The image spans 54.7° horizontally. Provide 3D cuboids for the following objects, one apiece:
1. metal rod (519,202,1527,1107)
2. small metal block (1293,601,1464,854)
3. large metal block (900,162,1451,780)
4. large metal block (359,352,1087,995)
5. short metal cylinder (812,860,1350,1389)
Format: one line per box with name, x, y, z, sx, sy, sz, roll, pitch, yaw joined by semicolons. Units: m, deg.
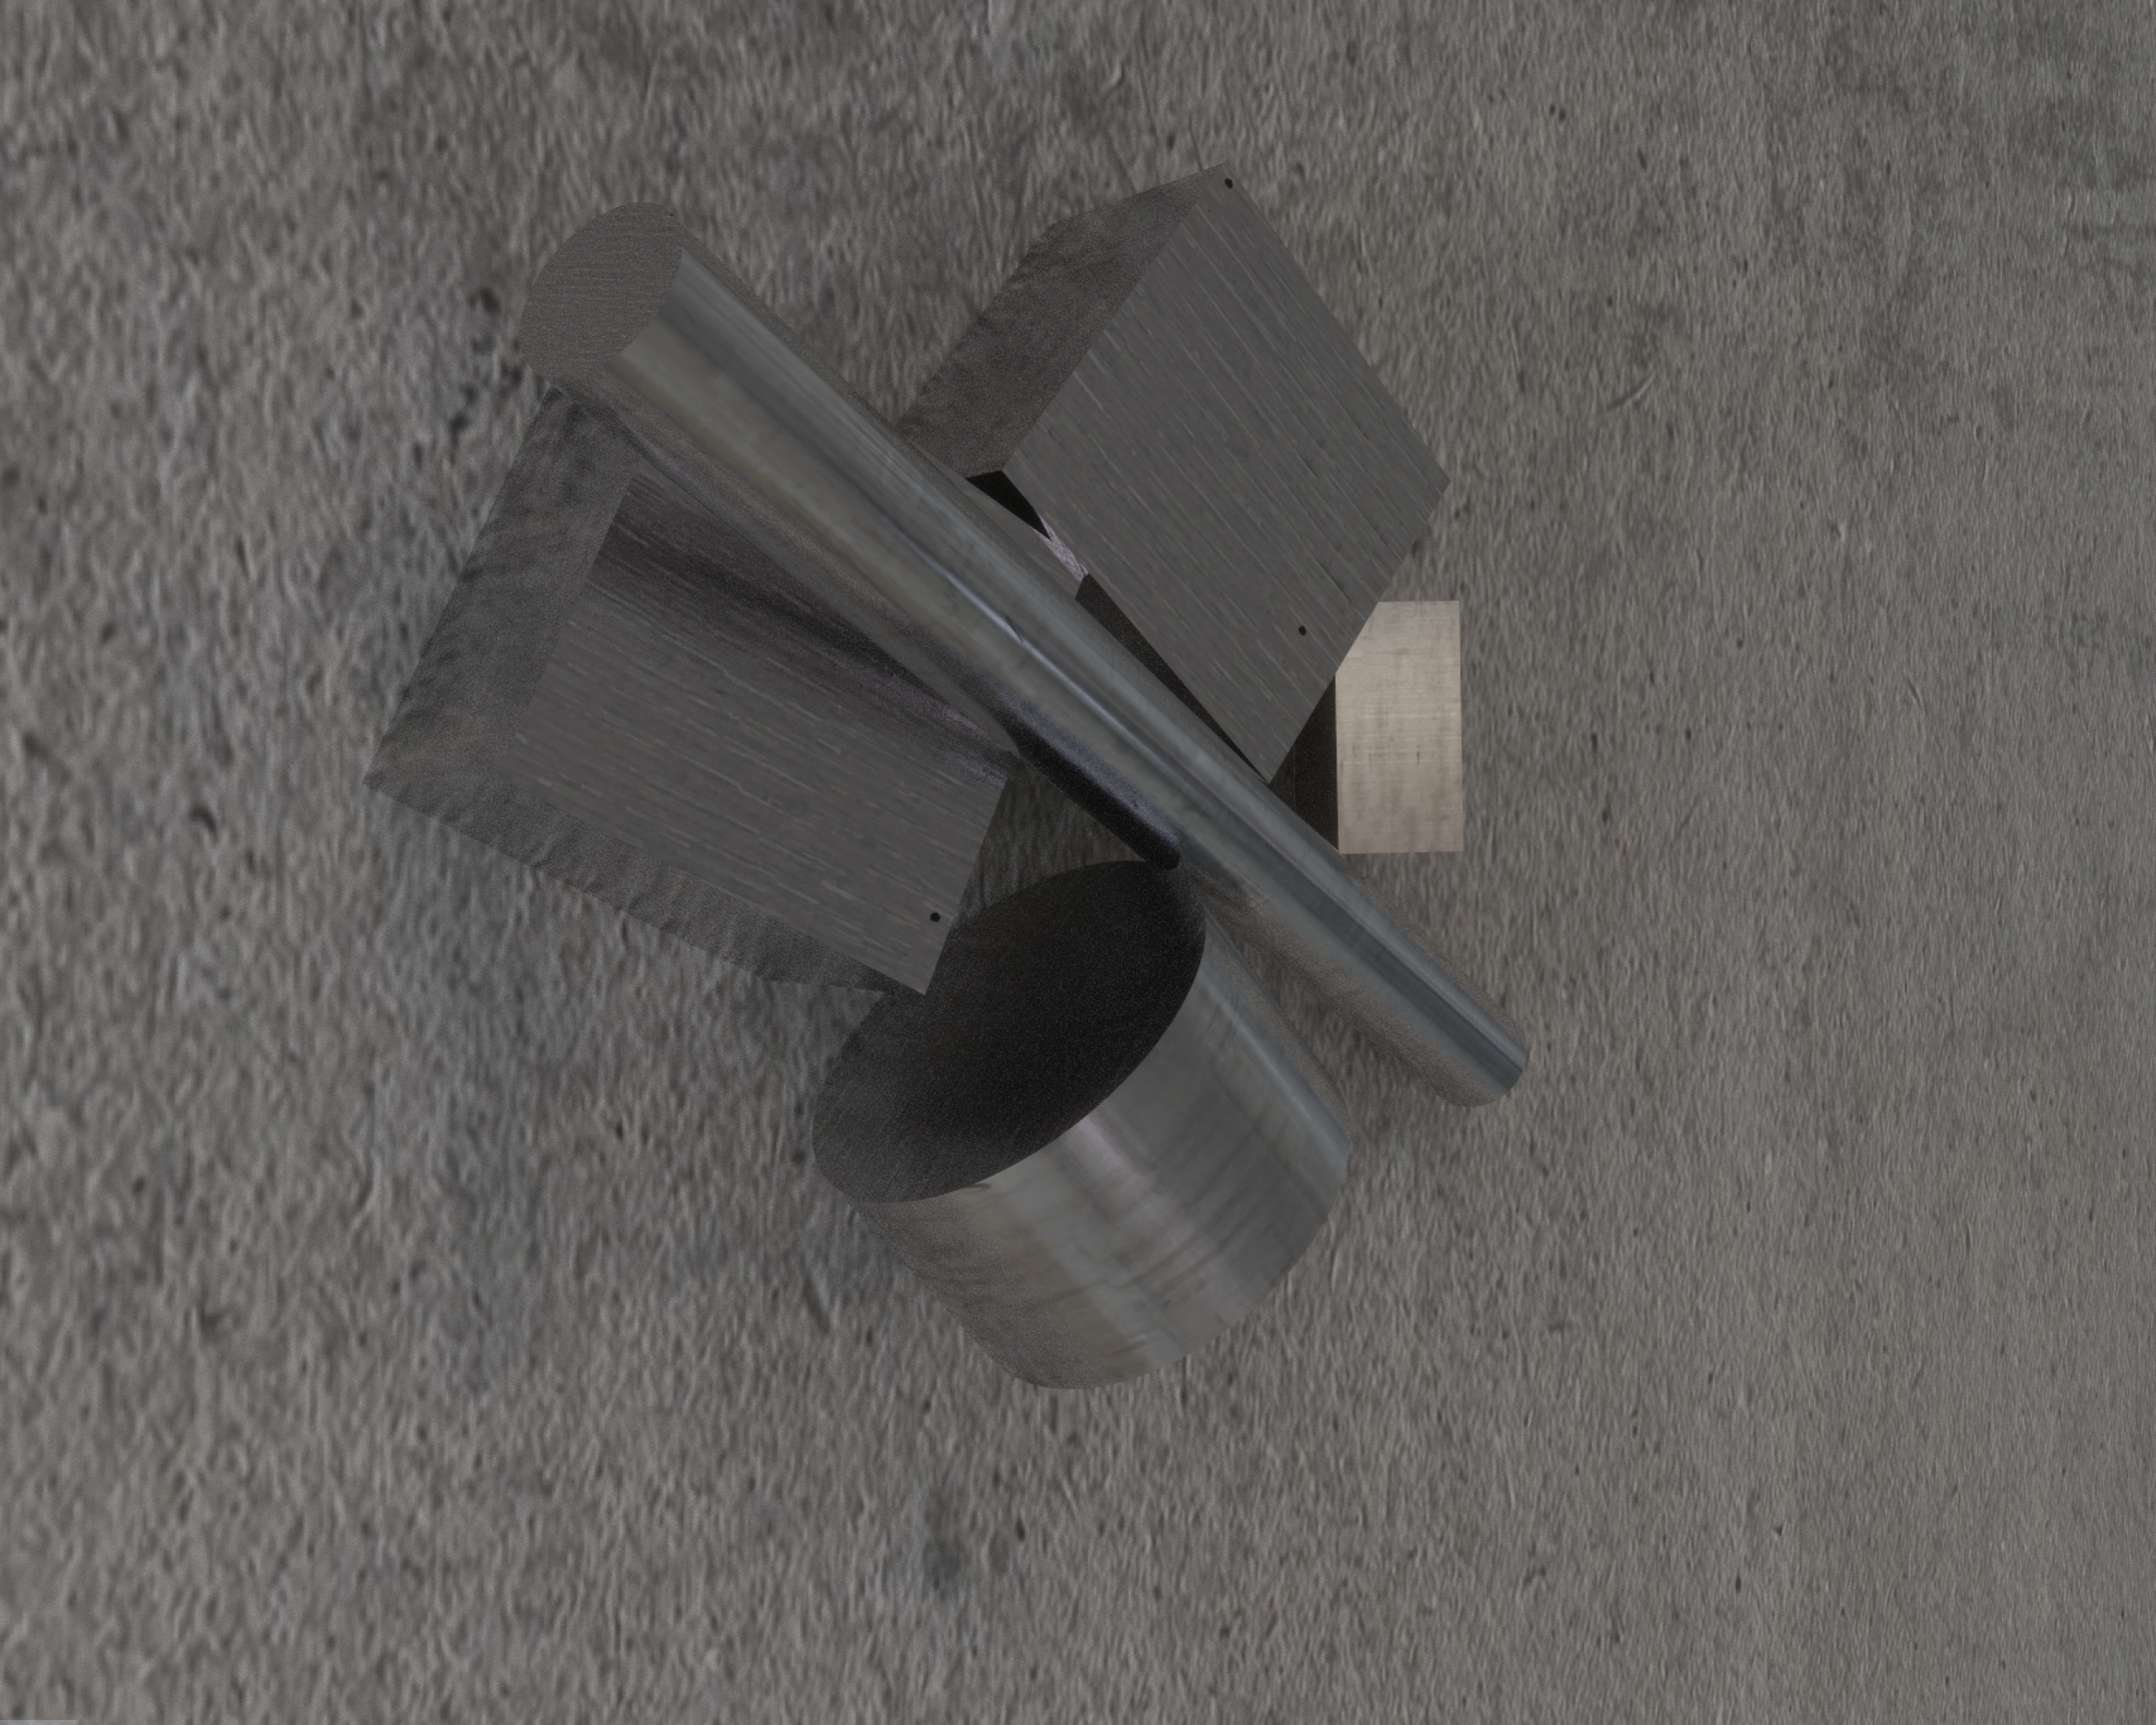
metal rod;0.017;-0.012;0.367;0.301;0.025;0.025;37;66;-51
small metal block;0.062;-0.027;0.438;0.025;0.050;0.050;-1;92;-4
large metal block;0.015;-0.071;0.399;0.080;0.050;0.080;47;62;-30
large metal block;-0.056;-0.032;0.343;0.080;0.050;0.080;31;71;-36
short metal cylinder;0.001;0.045;0.370;0.080;0.080;0.050;-51;121;-27
